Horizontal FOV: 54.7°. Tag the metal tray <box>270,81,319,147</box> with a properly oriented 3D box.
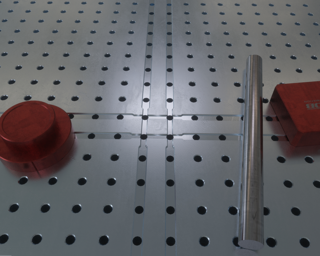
[{"bbox_3d":[0.232,-0.024,0.427,0.131,0.030,0.090,-5,50,-5],"label":"metal tray"}]

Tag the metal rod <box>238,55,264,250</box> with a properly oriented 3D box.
[{"bbox_3d":[0.121,0.004,0.404,0.025,0.025,0.300,9,50,7],"label":"metal rod"}]

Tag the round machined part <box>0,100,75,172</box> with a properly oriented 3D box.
[{"bbox_3d":[-0.163,0.003,0.393,0.099,0.042,0.098,0,50,0],"label":"round machined part"}]
